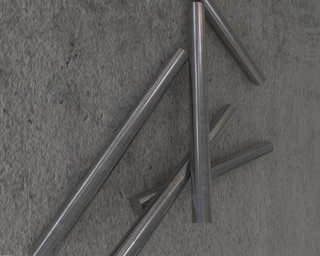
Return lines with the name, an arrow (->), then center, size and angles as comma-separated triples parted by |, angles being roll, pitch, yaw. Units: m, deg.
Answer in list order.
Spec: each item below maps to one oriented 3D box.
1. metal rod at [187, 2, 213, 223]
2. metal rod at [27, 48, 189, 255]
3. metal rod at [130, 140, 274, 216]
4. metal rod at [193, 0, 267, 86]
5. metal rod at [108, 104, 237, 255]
metal rod -> 0.052, -0.030, 0.411 | 0.025, 0.025, 0.299 | 13, 71, -39
metal rod -> -0.045, 0.014, 0.366 | 0.025, 0.025, 0.300 | 48, 62, -30
metal rod -> 0.084, 0.065, 0.474 | 0.302, 0.025, 0.025 | -15, 100, -39
metal rod -> 0.084, -0.171, 0.474 | 0.300, 0.025, 0.025 | 43, 64, -32
metal rod -> 0.032, 0.058, 0.405 | 0.301, 0.025, 0.025 | -47, 119, -38
